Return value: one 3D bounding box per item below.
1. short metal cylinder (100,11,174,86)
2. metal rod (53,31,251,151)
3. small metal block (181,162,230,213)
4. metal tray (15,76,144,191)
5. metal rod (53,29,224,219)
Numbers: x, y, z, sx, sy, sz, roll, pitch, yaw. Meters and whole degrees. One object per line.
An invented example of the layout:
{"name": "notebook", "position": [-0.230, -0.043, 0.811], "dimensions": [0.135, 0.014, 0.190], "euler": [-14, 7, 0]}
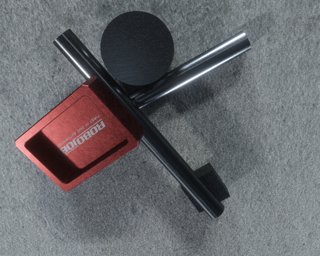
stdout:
{"name": "short metal cylinder", "position": [-0.025, -0.094, 0.362], "dimensions": [0.081, 0.050, 0.079], "euler": [0, 110, -1]}
{"name": "metal rod", "position": [-0.027, -0.036, 0.397], "dimensions": [0.301, 0.025, 0.025], "euler": [-28, 108, 9]}
{"name": "small metal block", "position": [0.064, 0.085, 0.443], "dimensions": [0.050, 0.025, 0.050], "euler": [-32, 107, 10]}
{"name": "metal tray", "position": [-0.096, 0.011, 0.370], "dimensions": [0.130, 0.030, 0.090], "euler": [-33, 107, 23]}
{"name": "metal rod", "position": [-0.016, 0.006, 0.387], "dimensions": [0.025, 0.025, 0.300], "euler": [-37, 106, 12]}
